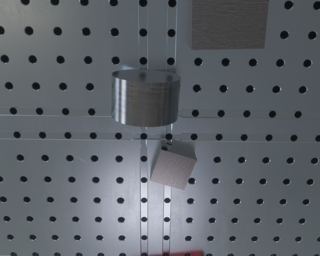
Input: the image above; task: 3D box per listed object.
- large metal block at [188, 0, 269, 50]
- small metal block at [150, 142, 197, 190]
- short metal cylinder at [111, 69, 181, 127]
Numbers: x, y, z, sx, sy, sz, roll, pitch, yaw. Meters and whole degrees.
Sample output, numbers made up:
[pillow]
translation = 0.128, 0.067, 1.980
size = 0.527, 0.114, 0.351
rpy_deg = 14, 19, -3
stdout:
[large metal block]
translation = 0.074, -0.133, 0.352
size = 0.081, 0.050, 0.079
rpy_deg = -1, 110, 0
[small metal block]
translation = 0.018, 0.054, 0.433
size = 0.050, 0.025, 0.050
rpy_deg = 17, 109, -7
[short metal cylinder]
translation = -0.017, -0.038, 0.370
size = 0.081, 0.080, 0.050
rpy_deg = 3, 110, -1
